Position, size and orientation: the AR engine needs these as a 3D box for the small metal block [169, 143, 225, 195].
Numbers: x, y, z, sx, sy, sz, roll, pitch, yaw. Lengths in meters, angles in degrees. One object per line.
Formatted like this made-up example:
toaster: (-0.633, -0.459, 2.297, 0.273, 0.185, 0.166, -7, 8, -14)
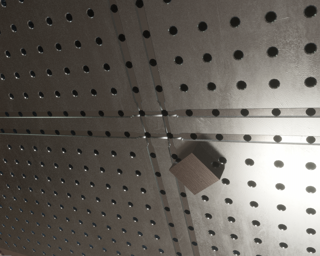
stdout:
small metal block: (0.049, 0.056, 0.419, 0.050, 0.025, 0.050, 44, 129, -3)
